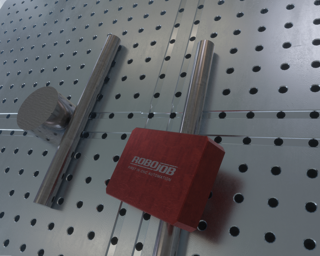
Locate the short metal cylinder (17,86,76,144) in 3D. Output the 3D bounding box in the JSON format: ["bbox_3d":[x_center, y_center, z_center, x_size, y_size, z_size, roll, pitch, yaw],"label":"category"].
[{"bbox_3d":[-0.180,-0.020,0.499,0.080,0.050,0.080,-13,56,21],"label":"short metal cylinder"}]

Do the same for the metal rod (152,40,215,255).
[{"bbox_3d":[0.034,0.013,0.382,0.025,0.025,0.300,-1,61,28],"label":"metal rod"}]

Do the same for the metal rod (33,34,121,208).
[{"bbox_3d":[-0.122,-0.025,0.487,0.025,0.025,0.300,3,63,30],"label":"metal rod"}]

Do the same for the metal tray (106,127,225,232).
[{"bbox_3d":[0.000,0.050,0.345,0.130,0.030,0.090,6,68,51],"label":"metal tray"}]
